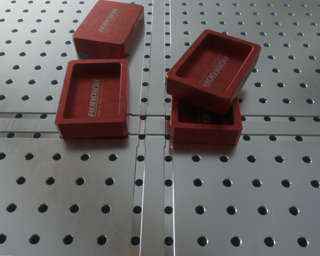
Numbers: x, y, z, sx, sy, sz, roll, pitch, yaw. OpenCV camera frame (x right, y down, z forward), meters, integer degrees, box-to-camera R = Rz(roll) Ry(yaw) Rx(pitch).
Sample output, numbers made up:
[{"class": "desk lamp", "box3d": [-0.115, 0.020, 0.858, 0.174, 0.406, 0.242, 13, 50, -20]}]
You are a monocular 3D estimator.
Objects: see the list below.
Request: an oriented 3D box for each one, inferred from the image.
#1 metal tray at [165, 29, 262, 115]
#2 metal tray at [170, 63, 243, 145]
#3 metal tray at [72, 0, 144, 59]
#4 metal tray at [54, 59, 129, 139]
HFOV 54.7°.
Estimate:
[{"class": "metal tray", "box3d": [0.077, -0.084, 0.435, 0.090, 0.030, 0.130, 24, 54, 18]}, {"class": "metal tray", "box3d": [0.062, -0.038, 0.437, 0.091, 0.030, 0.130, 3, 50, 2]}, {"class": "metal tray", "box3d": [-0.088, -0.180, 0.554, 0.090, 0.030, 0.130, 11, 51, 8]}, {"class": "metal tray", "box3d": [-0.091, -0.046, 0.441, 0.091, 0.030, 0.130, -2, 50, -2]}]
